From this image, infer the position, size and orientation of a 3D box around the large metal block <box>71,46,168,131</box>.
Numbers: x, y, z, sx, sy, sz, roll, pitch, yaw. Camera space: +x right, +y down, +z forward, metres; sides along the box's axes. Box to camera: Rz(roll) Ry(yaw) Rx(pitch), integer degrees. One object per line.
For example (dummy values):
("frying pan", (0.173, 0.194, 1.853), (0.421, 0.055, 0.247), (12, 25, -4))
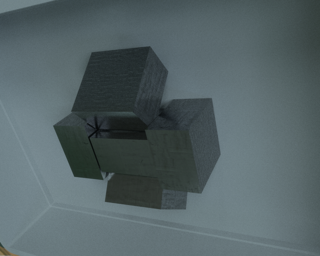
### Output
("large metal block", (-0.044, -0.043, 0.360), (0.080, 0.080, 0.050), (2, 157, 27))

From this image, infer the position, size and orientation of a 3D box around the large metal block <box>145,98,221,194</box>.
("large metal block", (0.031, 0.018, 0.366), (0.050, 0.080, 0.080), (1, 119, 28))

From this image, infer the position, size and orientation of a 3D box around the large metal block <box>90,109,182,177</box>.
("large metal block", (-0.027, 0.015, 0.395), (0.080, 0.080, 0.050), (1, 119, 28))

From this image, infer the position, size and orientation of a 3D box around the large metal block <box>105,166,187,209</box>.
("large metal block", (-0.015, 0.080, 0.420), (0.080, 0.080, 0.050), (0, 77, 27))

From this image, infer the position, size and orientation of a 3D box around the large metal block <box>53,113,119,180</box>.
("large metal block", (-0.087, 0.013, 0.426), (0.050, 0.080, 0.080), (1, 119, 28))
